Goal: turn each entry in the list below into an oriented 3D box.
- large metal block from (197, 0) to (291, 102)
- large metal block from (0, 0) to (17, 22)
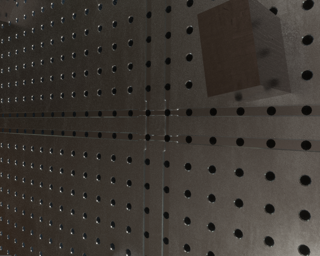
[{"bbox_3d":[0.084,-0.071,0.303,0.050,0.081,0.080,-11,83,39],"label":"large metal block"},{"bbox_3d":[-0.364,-0.299,0.689,0.080,0.050,0.080,-45,63,30],"label":"large metal block"}]
